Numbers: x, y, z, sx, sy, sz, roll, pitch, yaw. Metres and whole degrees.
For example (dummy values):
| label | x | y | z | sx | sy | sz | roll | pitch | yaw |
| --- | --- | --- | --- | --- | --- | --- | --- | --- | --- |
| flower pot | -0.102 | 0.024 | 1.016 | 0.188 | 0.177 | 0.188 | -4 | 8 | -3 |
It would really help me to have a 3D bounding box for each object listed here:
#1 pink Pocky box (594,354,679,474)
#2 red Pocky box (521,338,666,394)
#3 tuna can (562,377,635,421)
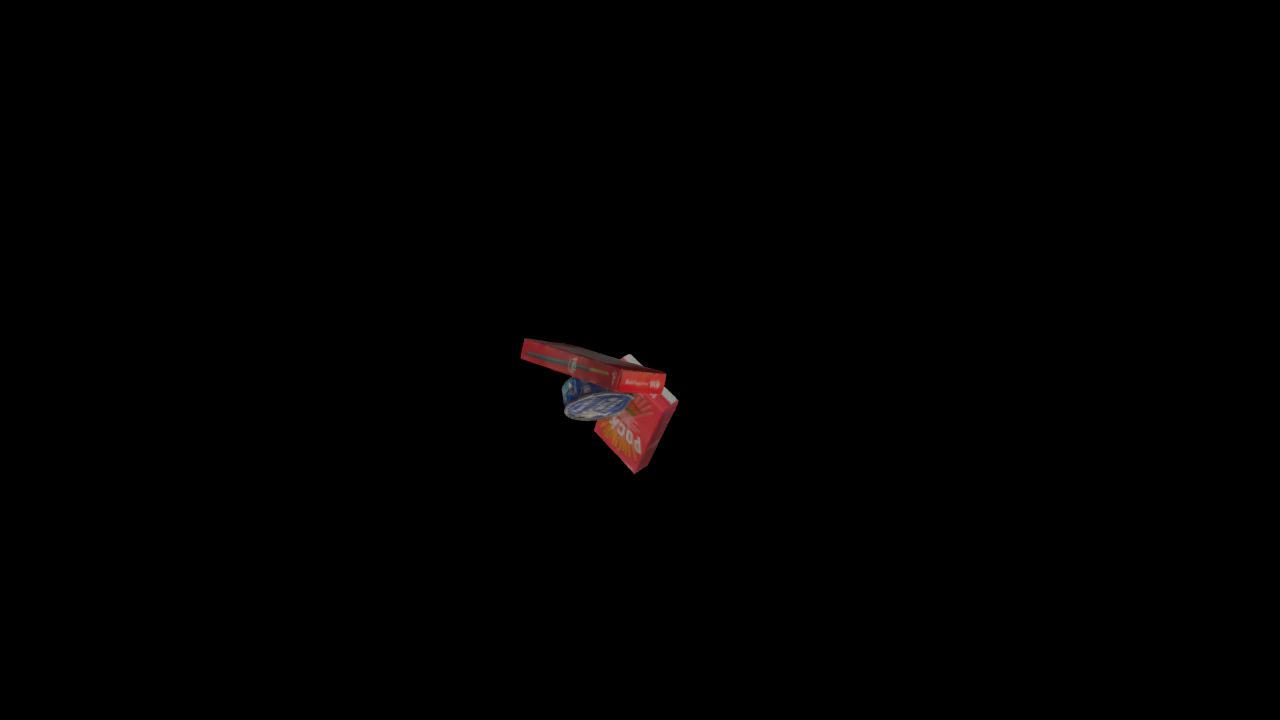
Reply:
| label | x | y | z | sx | sy | sz | roll | pitch | yaw |
| --- | --- | --- | --- | --- | --- | --- | --- | --- | --- |
| pink Pocky box | -0.009 | 0.070 | 0.754 | 0.029 | 0.084 | 0.155 | -32 | -23 | -33 |
| red Pocky box | -0.055 | 0.007 | 0.697 | 0.155 | 0.028 | 0.083 | 16 | 4 | 37 |
| tuna can | -0.048 | 0.041 | 0.714 | 0.084 | 0.034 | 0.084 | -9 | -23 | -4 |
